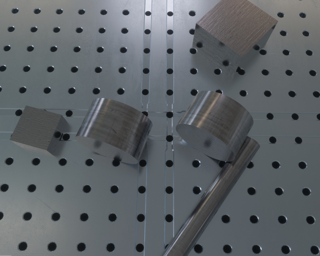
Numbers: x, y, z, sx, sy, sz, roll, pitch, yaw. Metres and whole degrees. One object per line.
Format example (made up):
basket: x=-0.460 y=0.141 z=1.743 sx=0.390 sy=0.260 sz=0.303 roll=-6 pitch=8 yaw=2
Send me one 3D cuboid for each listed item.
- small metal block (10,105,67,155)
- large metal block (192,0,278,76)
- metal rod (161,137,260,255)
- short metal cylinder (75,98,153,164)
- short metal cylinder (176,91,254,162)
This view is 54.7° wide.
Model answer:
small metal block: x=-0.159 y=0.003 z=0.409 sx=0.050 sy=0.025 sz=0.050 roll=15 pitch=71 yaw=5
large metal block: x=0.106 y=-0.137 z=0.450 sx=0.080 sy=0.050 sz=0.080 roll=41 pitch=75 yaw=13
metal rod: x=0.029 y=0.131 z=0.363 sx=0.025 sy=0.025 sz=0.300 roll=35 pitch=73 yaw=12
short metal cylinder: x=-0.055 y=0.005 z=0.380 sx=0.080 sy=0.080 sz=0.050 roll=19 pitch=71 yaw=6
short metal cylinder: x=0.067 y=-0.001 z=0.384 sx=0.080 sy=0.080 sz=0.050 roll=30 pitch=73 yaw=10
